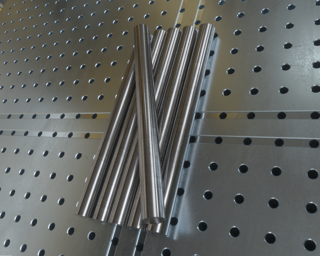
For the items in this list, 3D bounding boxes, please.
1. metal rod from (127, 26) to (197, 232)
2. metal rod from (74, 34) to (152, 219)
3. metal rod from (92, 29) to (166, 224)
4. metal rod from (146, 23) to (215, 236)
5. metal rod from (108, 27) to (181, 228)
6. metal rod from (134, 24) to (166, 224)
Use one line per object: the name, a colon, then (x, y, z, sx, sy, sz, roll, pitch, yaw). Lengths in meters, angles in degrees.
metal rod: (0.010, -0.016, 0.415, 0.025, 0.025, 0.300, 1, 62, 29)
metal rod: (-0.060, -0.020, 0.451, 0.025, 0.025, 0.300, 1, 62, 29)
metal rod: (-0.034, -0.018, 0.437, 0.025, 0.025, 0.300, 1, 62, 29)
metal rod: (0.033, -0.016, 0.402, 0.025, 0.025, 0.300, 1, 62, 29)
metal rod: (-0.013, -0.017, 0.425, 0.025, 0.025, 0.300, 1, 62, 29)
metal rod: (-0.018, -0.029, 0.404, 0.025, 0.025, 0.300, -18, 55, 18)
